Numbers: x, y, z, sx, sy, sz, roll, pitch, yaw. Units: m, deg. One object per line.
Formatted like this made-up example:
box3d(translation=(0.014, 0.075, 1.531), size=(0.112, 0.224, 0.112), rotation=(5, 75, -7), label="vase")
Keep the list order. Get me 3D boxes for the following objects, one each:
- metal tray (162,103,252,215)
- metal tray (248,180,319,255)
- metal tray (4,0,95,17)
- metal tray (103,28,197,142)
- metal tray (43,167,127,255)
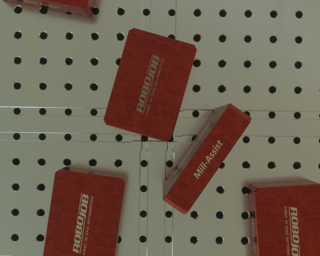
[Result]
box3d(translation=(0.052, 0.034, 0.381), size=(0.030, 0.090, 0.130), rotation=(35, 90, 0), label="metal tray")
box3d(translation=(0.170, 0.139, 0.412), size=(0.090, 0.030, 0.129), rotation=(-4, 90, 0), label="metal tray")
box3d(translation=(-0.149, -0.208, 0.409), size=(0.131, 0.030, 0.090), rotation=(11, 90, 0), label="metal tray")
box3d(translation=(-0.012, -0.055, 0.411), size=(0.090, 0.030, 0.129), rotation=(16, 90, 0), label="metal tray")
box3d(translation=(-0.098, 0.123, 0.410), size=(0.090, 0.030, 0.129), rotation=(8, 90, 0), label="metal tray")
